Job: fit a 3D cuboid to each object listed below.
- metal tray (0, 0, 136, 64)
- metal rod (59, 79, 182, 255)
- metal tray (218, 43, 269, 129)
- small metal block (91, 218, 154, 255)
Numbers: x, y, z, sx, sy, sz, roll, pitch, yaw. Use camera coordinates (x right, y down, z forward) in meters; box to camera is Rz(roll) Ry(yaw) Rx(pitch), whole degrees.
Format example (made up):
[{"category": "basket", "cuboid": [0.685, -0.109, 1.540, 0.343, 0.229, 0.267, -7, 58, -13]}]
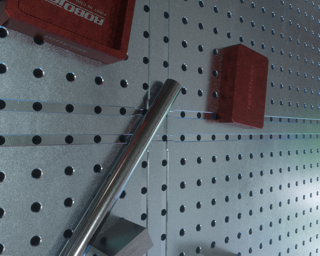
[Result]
[{"category": "metal tray", "cuboid": [-0.091, -0.131, 0.330, 0.131, 0.030, 0.090, 14, 81, -39]}, {"category": "metal rod", "cuboid": [-0.050, 0.061, 0.368, 0.025, 0.025, 0.300, 45, 63, -31]}, {"category": "metal tray", "cuboid": [0.144, -0.067, 0.530, 0.091, 0.030, 0.129, 10, 83, -40]}, {"category": "small metal block", "cuboid": [-0.045, 0.135, 0.357, 0.050, 0.050, 0.025, -32, 111, -36]}]
